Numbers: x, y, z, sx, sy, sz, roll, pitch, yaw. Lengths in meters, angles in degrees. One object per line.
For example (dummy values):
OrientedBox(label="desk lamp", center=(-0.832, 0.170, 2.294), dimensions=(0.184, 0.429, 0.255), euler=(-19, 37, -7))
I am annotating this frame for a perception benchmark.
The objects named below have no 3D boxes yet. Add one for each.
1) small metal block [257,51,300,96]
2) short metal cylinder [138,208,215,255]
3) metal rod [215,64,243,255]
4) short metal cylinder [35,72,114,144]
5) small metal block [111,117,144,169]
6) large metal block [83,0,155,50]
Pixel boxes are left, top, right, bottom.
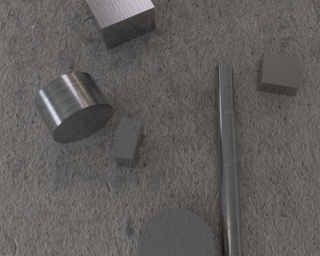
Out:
OrientedBox(label="small metal block", center=(0.167, -0.076, 0.437), dimensions=(0.050, 0.025, 0.050), euler=(10, 70, 3))
OrientedBox(label="short metal cylinder", center=(0.017, 0.133, 0.346), dimensions=(0.081, 0.050, 0.080), euler=(0, 70, 0))
OrientedBox(label="metal rod", center=(0.086, 0.056, 0.388), dimensions=(0.025, 0.025, 0.299), euler=(2, 70, 1))
OrientedBox(label="short metal cylinder", center=(-0.106, -0.024, 0.387), dimensions=(0.080, 0.080, 0.050), euler=(-31, 73, -11))
OrientedBox(label="small metal block", center=(-0.039, 0.020, 0.387), dimensions=(0.025, 0.050, 0.050), euler=(11, 70, 4))
OrientedBox(label="large metal block", center=(-0.061, -0.176, 0.459), dimensions=(0.080, 0.050, 0.080), euler=(-26, 72, -9))
